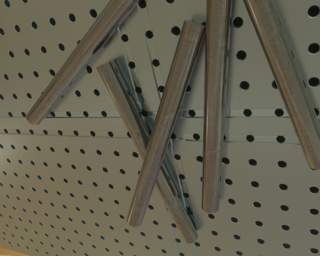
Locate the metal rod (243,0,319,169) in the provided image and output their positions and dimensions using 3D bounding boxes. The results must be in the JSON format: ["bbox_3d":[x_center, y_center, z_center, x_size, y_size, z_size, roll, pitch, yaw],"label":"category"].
[{"bbox_3d":[0.108,-0.088,0.299,0.025,0.025,0.299,-17,110,35],"label":"metal rod"}]

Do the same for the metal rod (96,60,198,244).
[{"bbox_3d":[-0.011,0.046,0.445,0.025,0.025,0.299,-12,112,33],"label":"metal rod"}]

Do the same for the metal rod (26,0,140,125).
[{"bbox_3d":[-0.114,-0.086,0.418,0.025,0.025,0.299,48,129,-6],"label":"metal rod"}]

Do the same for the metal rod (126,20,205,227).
[{"bbox_3d":[-0.001,0.015,0.397,0.025,0.025,0.298,24,120,13],"label":"metal rod"}]

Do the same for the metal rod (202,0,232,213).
[{"bbox_3d":[0.064,-0.016,0.367,0.025,0.025,0.298,11,123,22],"label":"metal rod"}]
